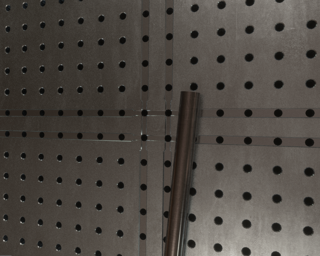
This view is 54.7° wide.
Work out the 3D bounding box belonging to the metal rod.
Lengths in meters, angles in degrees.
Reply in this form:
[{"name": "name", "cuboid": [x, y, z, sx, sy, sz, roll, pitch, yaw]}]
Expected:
[{"name": "metal rod", "cuboid": [0.024, 0.102, 0.403, 0.025, 0.025, 0.298, 6, 92, 19]}]
